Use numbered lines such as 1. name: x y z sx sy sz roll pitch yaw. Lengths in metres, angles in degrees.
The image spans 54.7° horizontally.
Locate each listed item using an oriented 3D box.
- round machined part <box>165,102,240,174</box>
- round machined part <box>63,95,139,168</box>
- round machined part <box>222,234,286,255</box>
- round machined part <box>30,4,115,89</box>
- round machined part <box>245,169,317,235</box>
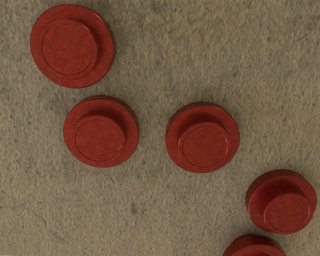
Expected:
1. round machined part: 0.057 0.018 0.408 0.099 0.042 0.097 0 110 -1
2. round machined part: -0.077 0.009 0.403 0.099 0.042 0.097 0 110 -1
3. round machined part: 0.143 0.205 0.478 0.099 0.042 0.097 0 110 -1
4. round machined part: -0.104 -0.094 0.365 0.099 0.042 0.097 0 110 -1
5. round machined part: 0.177 0.112 0.445 0.099 0.042 0.097 0 110 -1
